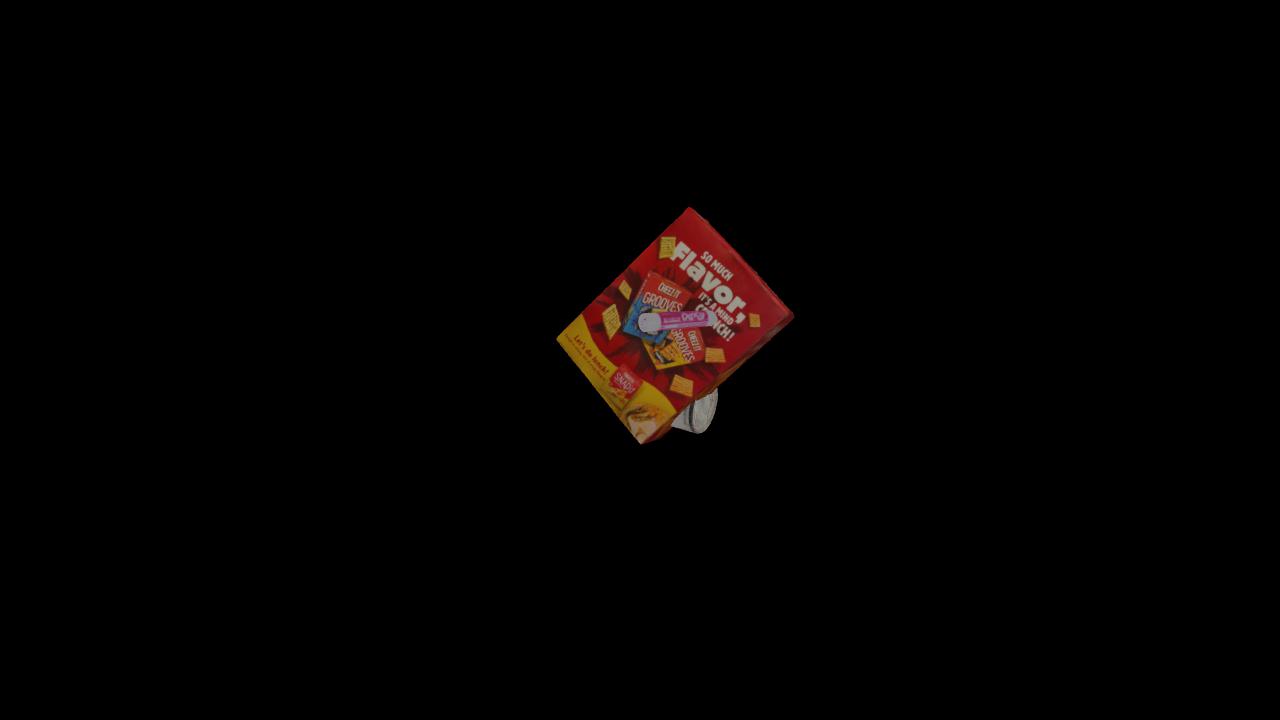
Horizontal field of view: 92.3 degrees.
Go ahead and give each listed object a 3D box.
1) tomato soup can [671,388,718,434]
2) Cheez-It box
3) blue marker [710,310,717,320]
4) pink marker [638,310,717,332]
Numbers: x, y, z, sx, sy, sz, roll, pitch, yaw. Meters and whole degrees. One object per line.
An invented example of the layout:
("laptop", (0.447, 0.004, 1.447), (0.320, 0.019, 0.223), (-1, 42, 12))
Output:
("tomato soup can", (0.033, 0.044, 0.727), (0.101, 0.068, 0.068), (13, 7, 29))
("Cheez-It box", (0.037, -0.036, 0.707), (0.223, 0.166, 0.071), (-44, -14, 15))
("blue marker", (0.006, -0.017, 0.704), (0.020, 0.121, 0.020), (26, 14, -7))
("pink marker", (0.052, -0.042, 0.642), (0.121, 0.020, 0.020), (-7, 4, -35))
